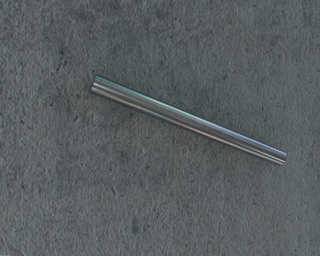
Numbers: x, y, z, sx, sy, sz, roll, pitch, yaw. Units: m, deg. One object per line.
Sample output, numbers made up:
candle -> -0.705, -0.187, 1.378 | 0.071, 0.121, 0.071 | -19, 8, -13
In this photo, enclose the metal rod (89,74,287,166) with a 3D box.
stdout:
metal rod -> 0.051, -0.004, 0.427 | 0.302, 0.025, 0.025 | 21, 83, -19
